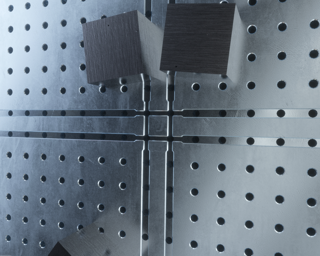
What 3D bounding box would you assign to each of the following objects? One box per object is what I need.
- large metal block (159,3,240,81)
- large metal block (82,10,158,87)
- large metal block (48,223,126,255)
[{"bbox_3d":[0.050,-0.104,0.382,0.080,0.050,0.080,8,93,20],"label":"large metal block"},{"bbox_3d":[-0.053,-0.103,0.419,0.080,0.050,0.080,-7,88,20],"label":"large metal block"},{"bbox_3d":[-0.098,0.185,0.419,0.080,0.080,0.050,40,103,15],"label":"large metal block"}]
